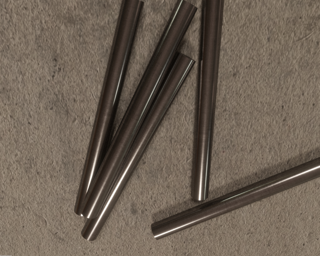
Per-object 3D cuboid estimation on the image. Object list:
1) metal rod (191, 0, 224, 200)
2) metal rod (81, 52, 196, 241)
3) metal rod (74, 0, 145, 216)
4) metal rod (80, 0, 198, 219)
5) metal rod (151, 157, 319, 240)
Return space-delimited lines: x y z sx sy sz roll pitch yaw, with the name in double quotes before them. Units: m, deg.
"metal rod" 0.059 -0.042 0.394 0.025 0.025 0.298 1 110 -1
"metal rod" -0.037 0.037 0.422 0.025 0.025 0.298 26 108 -10
"metal rod" -0.071 -0.013 0.403 0.025 0.025 0.298 15 109 -6
"metal rod" -0.033 -0.013 0.391 0.025 0.025 0.298 24 103 -9
"metal rod" 0.128 0.096 0.447 0.301 0.025 0.025 -24 109 8
